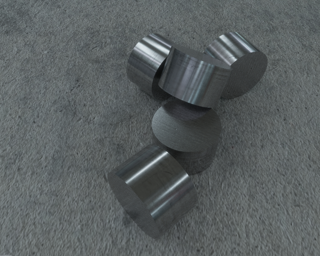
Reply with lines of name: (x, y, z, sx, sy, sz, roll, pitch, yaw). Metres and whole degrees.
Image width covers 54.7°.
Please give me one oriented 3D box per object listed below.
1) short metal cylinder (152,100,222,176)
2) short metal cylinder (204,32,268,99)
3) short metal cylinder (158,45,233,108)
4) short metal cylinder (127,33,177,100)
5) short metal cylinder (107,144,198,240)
short metal cylinder: (0.031, 0.011, 0.378, 0.081, 0.050, 0.080, 0, 50, 0)
short metal cylinder: (0.104, -0.088, 0.442, 0.081, 0.080, 0.050, -21, 53, -17)
short metal cylinder: (0.044, -0.066, 0.387, 0.080, 0.050, 0.080, 19, 21, -7)
short metal cylinder: (0.000, -0.086, 0.440, 0.050, 0.080, 0.080, 37, 59, 27)
short metal cylinder: (-0.009, 0.064, 0.314, 0.050, 0.080, 0.080, -35, 58, -26)
